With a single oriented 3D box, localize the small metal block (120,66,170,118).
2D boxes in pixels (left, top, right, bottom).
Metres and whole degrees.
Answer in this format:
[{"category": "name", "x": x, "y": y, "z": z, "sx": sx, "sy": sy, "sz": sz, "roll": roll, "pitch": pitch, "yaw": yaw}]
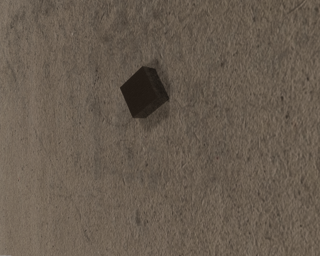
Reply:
[{"category": "small metal block", "x": -0.022, "y": -0.047, "z": 0.421, "sx": 0.050, "sy": 0.025, "sz": 0.050, "roll": -37, "pitch": 68, "yaw": 33}]
